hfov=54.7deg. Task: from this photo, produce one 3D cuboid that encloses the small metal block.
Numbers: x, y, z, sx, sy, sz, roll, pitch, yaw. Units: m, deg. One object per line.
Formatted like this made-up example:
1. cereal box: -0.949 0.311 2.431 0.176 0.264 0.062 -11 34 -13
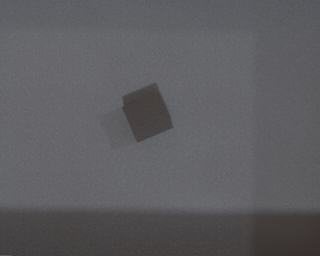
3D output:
1. small metal block: -0.016 -0.014 0.408 0.050 0.025 0.050 -23 90 -1
